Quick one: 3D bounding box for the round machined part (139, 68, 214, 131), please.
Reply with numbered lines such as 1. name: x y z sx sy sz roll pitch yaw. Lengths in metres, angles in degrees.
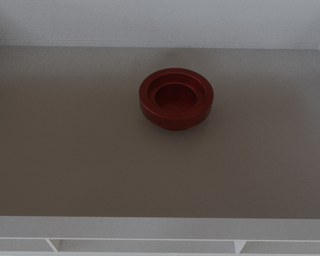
1. round machined part: 0.022 -0.035 0.424 0.099 0.042 0.098 0 50 0
